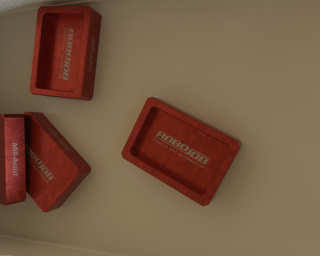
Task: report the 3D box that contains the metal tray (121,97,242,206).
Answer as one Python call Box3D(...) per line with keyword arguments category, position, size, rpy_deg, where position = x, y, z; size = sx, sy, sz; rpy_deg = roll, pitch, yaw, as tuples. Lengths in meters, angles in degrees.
Box3D(category="metal tray", position=(0.026, 0.027, 0.398), size=(0.130, 0.030, 0.090), rpy_deg=(29, 99, 17))

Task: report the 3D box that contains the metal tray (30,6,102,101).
Box3D(category="metal tray", position=(-0.139, -0.109, 0.455), size=(0.090, 0.030, 0.129), rpy_deg=(8, 92, 19))

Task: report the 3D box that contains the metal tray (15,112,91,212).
Box3D(category="metal tray", position=(-0.178, 0.049, 0.469), size=(0.130, 0.030, 0.090), rpy_deg=(45, 103, 14))

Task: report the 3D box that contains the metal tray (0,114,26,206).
Box3D(category="metal tray", position=(-0.241, 0.043, 0.470), size=(0.090, 0.030, 0.129), rpy_deg=(2, 93, 39))
